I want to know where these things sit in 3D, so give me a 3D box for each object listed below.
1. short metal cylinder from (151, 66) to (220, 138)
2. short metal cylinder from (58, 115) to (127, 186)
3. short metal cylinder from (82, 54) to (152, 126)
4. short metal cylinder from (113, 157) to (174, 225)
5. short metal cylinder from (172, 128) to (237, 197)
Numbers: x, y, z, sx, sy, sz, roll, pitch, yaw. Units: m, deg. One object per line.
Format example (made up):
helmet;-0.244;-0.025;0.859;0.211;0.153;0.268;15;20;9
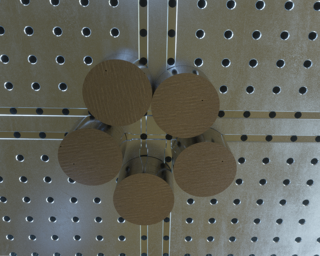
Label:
short metal cylinder;0.030;-0.034;0.387;0.081;0.050;0.079;0;110;0
short metal cylinder;-0.087;0.029;0.409;0.081;0.050;0.079;0;111;0
short metal cylinder;-0.049;-0.048;0.381;0.081;0.050;0.079;0;110;-1
short metal cylinder;-0.021;0.086;0.430;0.081;0.050;0.079;0;110;0
short metal cylinder;0.057;0.045;0.416;0.081;0.050;0.079;0;112;0
